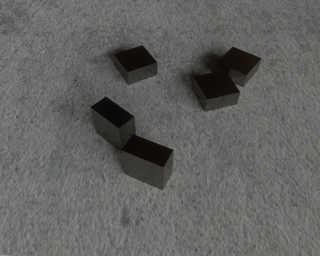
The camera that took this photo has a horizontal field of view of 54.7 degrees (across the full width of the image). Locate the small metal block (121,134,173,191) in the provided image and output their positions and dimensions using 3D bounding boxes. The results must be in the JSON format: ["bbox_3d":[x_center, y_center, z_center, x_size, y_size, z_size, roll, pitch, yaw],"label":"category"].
[{"bbox_3d":[-0.014,0.040,0.353,0.050,0.050,0.025,20,53,16],"label":"small metal block"}]

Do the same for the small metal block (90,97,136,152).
[{"bbox_3d":[-0.057,-0.004,0.389,0.050,0.050,0.025,35,58,25],"label":"small metal block"}]

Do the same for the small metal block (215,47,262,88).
[{"bbox_3d":[0.122,-0.097,0.486,0.050,0.025,0.050,30,56,22],"label":"small metal block"}]

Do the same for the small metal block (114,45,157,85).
[{"bbox_3d":[-0.038,-0.100,0.487,0.050,0.025,0.050,-23,54,-19],"label":"small metal block"}]

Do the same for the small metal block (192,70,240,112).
[{"bbox_3d":[0.080,-0.055,0.450,0.050,0.025,0.050,-13,51,-12],"label":"small metal block"}]
